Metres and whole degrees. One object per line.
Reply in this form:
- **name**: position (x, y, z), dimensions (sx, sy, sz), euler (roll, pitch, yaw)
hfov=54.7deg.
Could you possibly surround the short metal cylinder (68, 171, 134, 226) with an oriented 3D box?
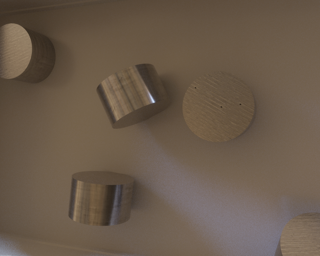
- **short metal cylinder**: position (-0.077, 0.089, 0.407), dimensions (0.080, 0.080, 0.050), euler (7, 93, 19)

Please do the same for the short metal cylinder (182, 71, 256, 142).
- **short metal cylinder**: position (0.073, -0.024, 0.371), dimensions (0.080, 0.050, 0.079), euler (0, 90, 19)

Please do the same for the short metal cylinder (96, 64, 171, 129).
- **short metal cylinder**: position (-0.033, -0.039, 0.392), dimensions (0.080, 0.080, 0.050), euler (-27, 81, 17)

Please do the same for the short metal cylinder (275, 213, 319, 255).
- **short metal cylinder**: position (0.163, 0.135, 0.318), dimensions (0.080, 0.050, 0.080), euler (-5, 46, 5)

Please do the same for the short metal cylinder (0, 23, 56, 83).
- **short metal cylinder**: position (-0.208, -0.111, 0.469), dimensions (0.080, 0.050, 0.079), euler (0, 90, 19)
